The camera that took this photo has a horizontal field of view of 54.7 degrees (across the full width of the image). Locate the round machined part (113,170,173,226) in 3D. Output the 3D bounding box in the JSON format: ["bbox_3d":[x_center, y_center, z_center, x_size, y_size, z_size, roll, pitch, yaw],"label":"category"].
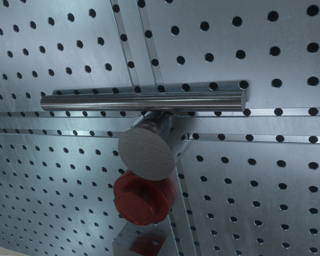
[{"bbox_3d":[-0.032,0.115,0.488,0.098,0.042,0.097,13,124,21],"label":"round machined part"}]

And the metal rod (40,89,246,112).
[{"bbox_3d":[-0.041,-0.034,0.411,0.300,0.025,0.025,2,119,27],"label":"metal rod"}]

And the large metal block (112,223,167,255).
[{"bbox_3d":[-0.034,0.227,0.553,0.080,0.050,0.079,12,124,21],"label":"large metal block"}]

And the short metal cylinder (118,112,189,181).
[{"bbox_3d":[-0.008,0.023,0.414,0.080,0.050,0.079,13,124,21],"label":"short metal cylinder"}]
